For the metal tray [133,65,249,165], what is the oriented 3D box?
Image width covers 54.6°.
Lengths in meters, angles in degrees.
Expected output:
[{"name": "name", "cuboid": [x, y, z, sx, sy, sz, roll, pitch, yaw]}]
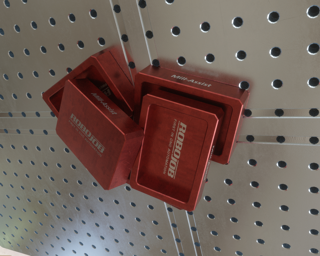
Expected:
[{"name": "metal tray", "cuboid": [0.032, -0.017, 0.380, 0.130, 0.030, 0.089, 18, 125, 18]}]

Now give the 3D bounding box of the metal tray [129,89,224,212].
[{"name": "metal tray", "cuboid": [0.017, 0.028, 0.376, 0.090, 0.030, 0.129, 18, 114, 18]}]

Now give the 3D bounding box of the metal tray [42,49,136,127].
[{"name": "metal tray", "cuboid": [-0.097, -0.039, 0.435, 0.130, 0.030, 0.090, -24, 105, 37]}]

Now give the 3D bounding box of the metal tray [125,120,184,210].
[{"name": "metal tray", "cuboid": [-0.010, 0.053, 0.446, 0.130, 0.030, 0.089, 24, 127, 14]}]

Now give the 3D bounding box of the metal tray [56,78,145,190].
[{"name": "metal tray", "cuboid": [-0.084, 0.005, 0.403, 0.130, 0.030, 0.089, 41, 125, 29]}]
